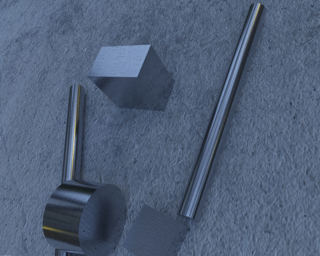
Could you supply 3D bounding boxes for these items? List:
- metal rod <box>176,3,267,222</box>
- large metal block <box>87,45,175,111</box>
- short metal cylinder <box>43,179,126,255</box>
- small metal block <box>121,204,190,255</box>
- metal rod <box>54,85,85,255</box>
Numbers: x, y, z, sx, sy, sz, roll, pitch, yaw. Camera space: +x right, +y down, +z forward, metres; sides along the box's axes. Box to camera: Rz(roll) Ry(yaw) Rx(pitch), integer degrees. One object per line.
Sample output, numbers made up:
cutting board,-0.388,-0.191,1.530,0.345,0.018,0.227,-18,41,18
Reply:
metal rod,0.083,-0.034,0.380,0.025,0.025,0.300,9,66,32
large metal block,-0.037,-0.067,0.428,0.080,0.080,0.050,6,65,30
short metal cylinder,-0.082,0.100,0.348,0.050,0.080,0.080,2,63,29
small metal block,-0.004,0.118,0.333,0.050,0.025,0.050,19,71,35
metal rod,-0.123,0.060,0.429,0.025,0.025,0.299,-18,55,17
